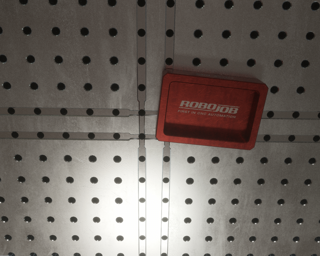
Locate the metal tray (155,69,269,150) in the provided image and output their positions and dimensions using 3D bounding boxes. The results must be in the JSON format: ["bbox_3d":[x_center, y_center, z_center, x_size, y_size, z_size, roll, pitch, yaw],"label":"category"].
[{"bbox_3d":[0.064,-0.023,0.403,0.131,0.030,0.089,6,110,-3],"label":"metal tray"}]
